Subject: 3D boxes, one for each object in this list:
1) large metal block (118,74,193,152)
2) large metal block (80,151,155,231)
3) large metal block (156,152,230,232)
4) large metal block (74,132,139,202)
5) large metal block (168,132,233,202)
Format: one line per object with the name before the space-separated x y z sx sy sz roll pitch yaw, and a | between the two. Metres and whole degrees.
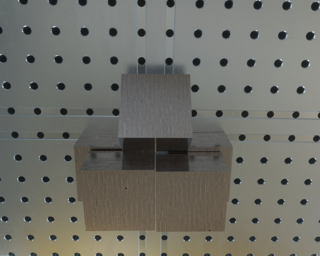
large metal block | -0.005 -0.017 0.372 0.081 0.050 0.080 0 68 -1
large metal block | -0.046 0.074 0.370 0.081 0.050 0.079 0 110 -1
large metal block | 0.036 0.076 0.373 0.081 0.050 0.079 0 110 -1
large metal block | -0.067 0.052 0.419 0.081 0.050 0.079 1 110 -1
large metal block | 0.050 0.052 0.419 0.081 0.050 0.079 -1 110 0
